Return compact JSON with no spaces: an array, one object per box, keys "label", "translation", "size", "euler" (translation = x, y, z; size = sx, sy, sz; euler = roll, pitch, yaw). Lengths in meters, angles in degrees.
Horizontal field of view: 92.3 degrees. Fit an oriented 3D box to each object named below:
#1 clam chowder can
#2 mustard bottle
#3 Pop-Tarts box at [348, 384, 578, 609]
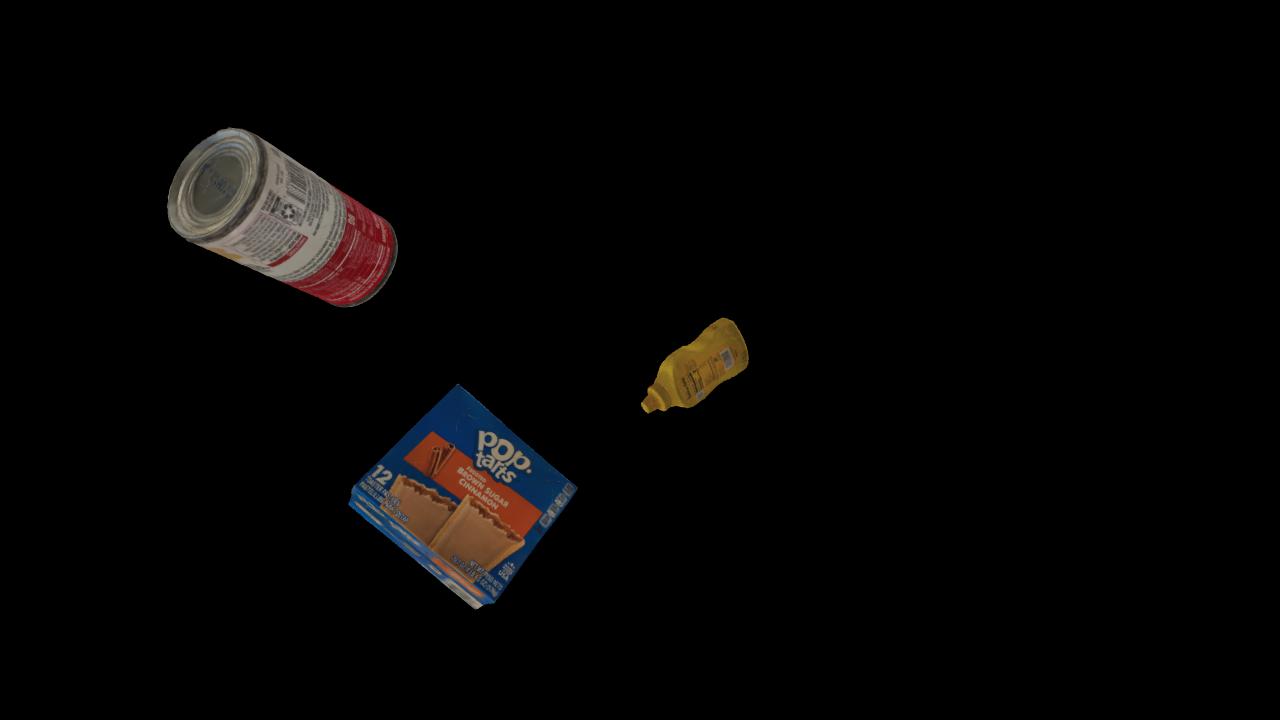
[{"label":"clam chowder can","translation":[-0.205,-0.079,0.364],"size":[0.068,0.068,0.102],"euler":[0,-14,19]},{"label":"mustard bottle","translation":[0.076,0.020,0.905],"size":[0.184,0.092,0.054],"euler":[-35,36,-20]},{"label":"Pop-Tarts box","translation":[-0.174,0.137,0.619],"size":[0.141,0.167,0.083],"euler":[-52,8,-37]}]
